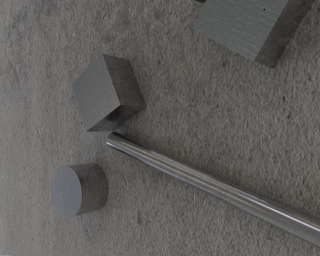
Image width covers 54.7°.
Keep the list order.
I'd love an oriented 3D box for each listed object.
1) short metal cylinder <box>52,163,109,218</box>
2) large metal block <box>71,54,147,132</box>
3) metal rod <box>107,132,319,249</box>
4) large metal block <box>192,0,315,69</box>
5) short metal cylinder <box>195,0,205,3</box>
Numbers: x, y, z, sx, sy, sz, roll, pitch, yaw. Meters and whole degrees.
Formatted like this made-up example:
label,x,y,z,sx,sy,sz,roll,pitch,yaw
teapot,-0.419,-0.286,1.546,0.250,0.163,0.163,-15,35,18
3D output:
label,x,y,z,sx,sy,sz,roll,pitch,yaw
short metal cylinder,-0.128,0.098,0.495,0.080,0.050,0.080,0,90,40
large metal block,-0.076,-0.048,0.451,0.080,0.050,0.080,-33,70,35
metal rod,0.042,0.058,0.370,0.300,0.025,0.025,20,103,38
large metal block,0.093,-0.117,0.312,0.080,0.050,0.079,40,114,32
short metal cylinder,0.047,-0.184,0.331,0.050,0.081,0.080,51,120,28
